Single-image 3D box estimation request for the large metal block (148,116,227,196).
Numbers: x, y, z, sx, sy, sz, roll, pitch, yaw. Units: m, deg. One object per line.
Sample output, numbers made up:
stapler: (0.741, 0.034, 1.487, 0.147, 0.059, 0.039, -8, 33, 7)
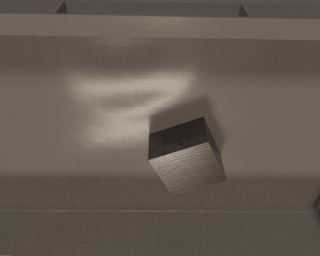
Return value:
large metal block: (0.038, 0.041, 0.428, 0.080, 0.050, 0.080, -19, 128, 14)
